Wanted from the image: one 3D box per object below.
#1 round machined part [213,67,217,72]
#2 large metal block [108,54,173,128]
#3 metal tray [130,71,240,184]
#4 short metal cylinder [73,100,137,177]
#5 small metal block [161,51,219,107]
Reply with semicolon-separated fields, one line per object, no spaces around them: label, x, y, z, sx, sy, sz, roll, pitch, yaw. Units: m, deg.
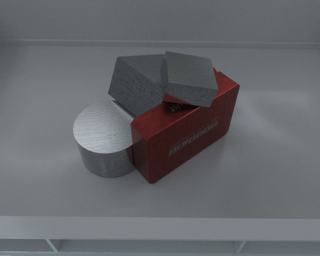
round machined part;0.047;-0.060;0.443;0.099;0.042;0.098;0;50;0
large metal block;-0.003;-0.049;0.382;0.080;0.050;0.081;39;35;27
metal tray;0.030;0.000;0.361;0.131;0.089;0.030;-31;56;-24
short metal cylinder;-0.059;0.012;0.375;0.081;0.050;0.080;0;50;0
small metal block;0.029;-0.051;0.322;0.050;0.025;0.050;7;48;-12
